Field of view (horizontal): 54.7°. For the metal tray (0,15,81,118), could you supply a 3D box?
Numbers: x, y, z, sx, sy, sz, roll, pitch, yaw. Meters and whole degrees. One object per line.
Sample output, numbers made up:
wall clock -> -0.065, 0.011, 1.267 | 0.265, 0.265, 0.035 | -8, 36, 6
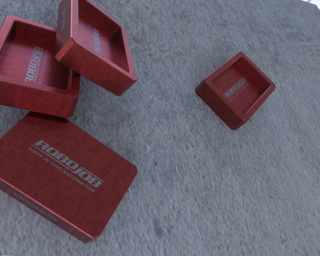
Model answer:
metal tray -> -0.137, -0.073, 0.348 | 0.091, 0.030, 0.130 | 12, 41, -22

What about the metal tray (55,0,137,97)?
metal tray -> -0.079, -0.108, 0.383 | 0.090, 0.030, 0.130 | 30, 32, -38

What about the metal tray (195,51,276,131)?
metal tray -> 0.128, -0.065, 0.511 | 0.090, 0.030, 0.131 | 47, 51, 4

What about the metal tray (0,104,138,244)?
metal tray -> -0.099, 0.045, 0.321 | 0.130, 0.030, 0.090 | 35, 51, -5
